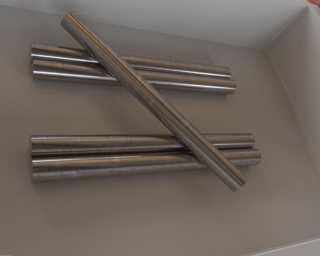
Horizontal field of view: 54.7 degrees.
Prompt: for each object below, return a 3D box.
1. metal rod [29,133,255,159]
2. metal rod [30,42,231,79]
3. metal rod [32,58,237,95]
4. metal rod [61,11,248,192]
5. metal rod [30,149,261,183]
[{"bbox_3d":[0.000,0.020,0.391,0.303,0.025,0.025,0,62,-28],"label":"metal rod"},{"bbox_3d":[-0.023,-0.090,0.446,0.303,0.025,0.025,0,62,-28],"label":"metal rod"},{"bbox_3d":[-0.017,-0.068,0.436,0.303,0.025,0.025,0,62,-28],"label":"metal rod"},{"bbox_3d":[-0.009,-0.034,0.388,0.300,0.025,0.025,44,51,2],"label":"metal rod"},{"bbox_3d":[0.005,0.042,0.380,0.303,0.025,0.025,0,62,-28],"label":"metal rod"}]
